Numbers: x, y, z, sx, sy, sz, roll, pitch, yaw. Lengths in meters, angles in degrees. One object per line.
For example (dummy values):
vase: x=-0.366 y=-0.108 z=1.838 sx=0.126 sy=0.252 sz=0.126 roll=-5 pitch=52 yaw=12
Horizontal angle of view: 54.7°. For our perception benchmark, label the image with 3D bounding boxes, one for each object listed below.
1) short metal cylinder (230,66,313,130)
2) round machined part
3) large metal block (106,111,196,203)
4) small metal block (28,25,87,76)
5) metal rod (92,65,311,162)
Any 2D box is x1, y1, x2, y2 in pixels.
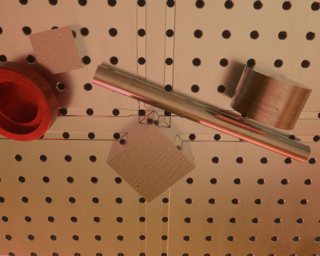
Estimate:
short metal cylinder: x=0.131 y=-0.038 z=0.372 sx=0.080 sy=0.080 sz=0.050 roll=16 pitch=109 yaw=-6
round machined part: x=-0.172 y=-0.035 z=0.381 sx=0.099 sy=0.042 sz=0.097 roll=5 pitch=122 yaw=8
large metal block: x=-0.011 y=0.038 z=0.414 sx=0.080 sy=0.050 sz=0.080 roll=-40 pitch=106 yaw=13
small metal block: x=-0.123 y=-0.094 z=0.377 sx=0.050 sy=0.025 sz=0.050 roll=-12 pitch=110 yaw=3
metal rod: x=0.060 y=-0.016 z=0.408 sx=0.302 sy=0.025 sz=0.025 roll=20 pitch=109 yaw=-8
